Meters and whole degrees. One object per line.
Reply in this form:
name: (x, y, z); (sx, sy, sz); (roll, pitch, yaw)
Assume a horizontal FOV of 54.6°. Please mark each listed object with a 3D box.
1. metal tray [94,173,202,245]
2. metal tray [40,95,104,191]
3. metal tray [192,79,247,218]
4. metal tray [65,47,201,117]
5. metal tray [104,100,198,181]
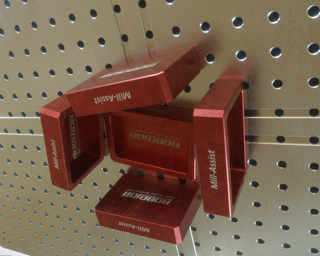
metal tray: (-0.015, 0.110, 0.446); (0.130, 0.090, 0.030); (4, 120, 26)
metal tray: (-0.119, 0.013, 0.441); (0.030, 0.090, 0.129); (17, 125, 19)
metal tray: (0.071, 0.021, 0.344); (0.030, 0.090, 0.129); (4, 120, 26)
metal tray: (-0.030, -0.052, 0.353); (0.130, 0.090, 0.030); (-6, 115, 31)
metal tray: (-0.009, 0.015, 0.421); (0.130, 0.030, 0.089); (11, 123, 22)
